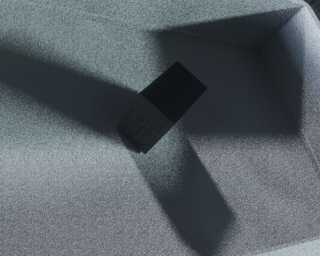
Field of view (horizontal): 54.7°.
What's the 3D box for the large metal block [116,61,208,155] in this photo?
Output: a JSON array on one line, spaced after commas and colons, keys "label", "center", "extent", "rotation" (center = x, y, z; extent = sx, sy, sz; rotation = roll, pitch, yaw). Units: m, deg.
[{"label": "large metal block", "center": [0.002, -0.024, 0.384], "extent": [0.050, 0.080, 0.080], "rotation": [43, 51, 1]}]
